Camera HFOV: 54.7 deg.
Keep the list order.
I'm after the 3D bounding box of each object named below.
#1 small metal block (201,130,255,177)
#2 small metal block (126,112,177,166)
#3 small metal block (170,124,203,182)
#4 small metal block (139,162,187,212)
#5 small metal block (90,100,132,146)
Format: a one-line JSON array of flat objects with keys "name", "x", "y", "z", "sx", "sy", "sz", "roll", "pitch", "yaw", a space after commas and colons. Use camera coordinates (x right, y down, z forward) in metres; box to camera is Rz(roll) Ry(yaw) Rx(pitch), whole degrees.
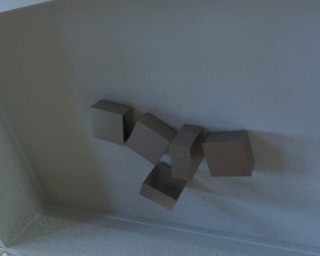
[{"name": "small metal block", "x": 0.084, "y": 0.032, "z": 0.380, "sx": 0.050, "sy": 0.025, "sz": 0.050, "roll": -6, "pitch": 116, "yaw": 30}, {"name": "small metal block", "x": -0.012, "y": 0.015, "z": 0.419, "sx": 0.050, "sy": 0.025, "sz": 0.050, "roll": 33, "pitch": 129, "yaw": 5}, {"name": "small metal block", "x": 0.035, "y": 0.030, "z": 0.390, "sx": 0.025, "sy": 0.050, "sz": 0.050, "roll": 9, "pitch": 122, "yaw": 23}, {"name": "small metal block", "x": 0.007, "y": 0.080, "z": 0.434, "sx": 0.050, "sy": 0.050, "sz": 0.025, "roll": 27, "pitch": 128, "yaw": 10}, {"name": "small metal block", "x": -0.067, "y": -0.008, "z": 0.434, "sx": 0.050, "sy": 0.025, "sz": 0.050, "roll": 14, "pitch": 124, "yaw": 20}]
